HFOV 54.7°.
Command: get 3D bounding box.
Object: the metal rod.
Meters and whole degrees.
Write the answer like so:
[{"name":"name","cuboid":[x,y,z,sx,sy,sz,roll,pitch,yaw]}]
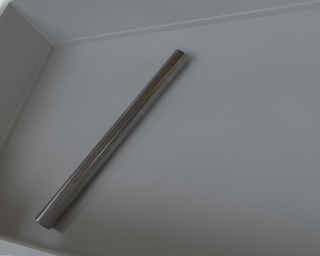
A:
[{"name":"metal rod","cuboid":[-0.060,0.010,0.429,0.025,0.025,0.300,32,79,37]}]
